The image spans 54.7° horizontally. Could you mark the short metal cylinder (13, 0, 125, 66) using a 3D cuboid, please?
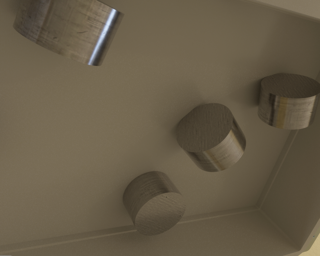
[{"bbox_3d":[-0.078,-0.096,0.272,0.081,0.080,0.050,16,110,-35],"label":"short metal cylinder"}]

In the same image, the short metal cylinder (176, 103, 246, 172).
[{"bbox_3d":[0.069,0.013,0.421,0.080,0.080,0.050,-41,130,-1],"label":"short metal cylinder"}]

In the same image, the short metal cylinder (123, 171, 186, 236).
[{"bbox_3d":[-0.009,0.111,0.458,0.081,0.050,0.079,-14,125,-21],"label":"short metal cylinder"}]

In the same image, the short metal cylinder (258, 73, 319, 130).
[{"bbox_3d":[0.187,-0.040,0.453,0.081,0.080,0.050,-18,126,-19],"label":"short metal cylinder"}]
